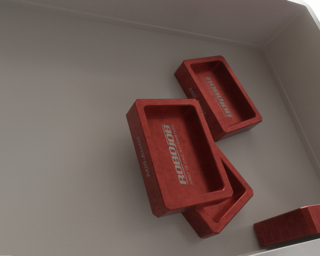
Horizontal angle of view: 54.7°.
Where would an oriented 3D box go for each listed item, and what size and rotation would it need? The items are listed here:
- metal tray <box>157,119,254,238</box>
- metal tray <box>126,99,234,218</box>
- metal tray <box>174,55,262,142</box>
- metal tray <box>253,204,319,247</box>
[{"bbox_3d":[0.048,0.059,0.393,0.091,0.030,0.130,-32,80,-38],"label":"metal tray"},{"bbox_3d":[0.021,0.028,0.358,0.091,0.030,0.130,-3,63,-30],"label":"metal tray"},{"bbox_3d":[0.091,-0.050,0.483,0.091,0.030,0.130,-16,70,-35],"label":"metal tray"},{"bbox_3d":[0.200,0.121,0.400,0.131,0.090,0.030,1,62,-28],"label":"metal tray"}]
